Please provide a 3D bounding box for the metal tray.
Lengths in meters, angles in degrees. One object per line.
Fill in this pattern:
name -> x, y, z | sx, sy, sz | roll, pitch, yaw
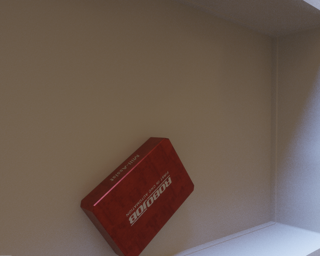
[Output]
metal tray -> -0.021, 0.083, 0.385 | 0.131, 0.030, 0.090 | -43, 116, -32
